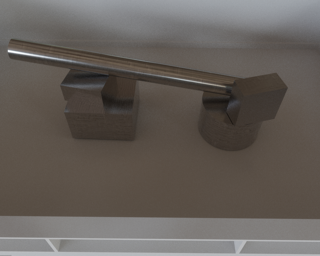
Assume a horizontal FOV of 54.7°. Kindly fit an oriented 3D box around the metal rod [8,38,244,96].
[{"bbox_3d":[-0.023,-0.069,0.369,0.302,0.025,0.025,9,50,-3],"label":"metal rod"}]

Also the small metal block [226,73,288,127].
[{"bbox_3d":[0.107,-0.031,0.348,0.050,0.050,0.025,-11,51,-10],"label":"small metal block"}]

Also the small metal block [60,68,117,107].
[{"bbox_3d":[-0.087,-0.056,0.384,0.050,0.025,0.050,10,50,8],"label":"small metal block"}]

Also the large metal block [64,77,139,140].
[{"bbox_3d":[-0.072,-0.032,0.411,0.081,0.050,0.080,2,50,1],"label":"large metal block"}]

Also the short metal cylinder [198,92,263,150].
[{"bbox_3d":[0.093,-0.018,0.403,0.081,0.050,0.080,0,50,0],"label":"short metal cylinder"}]
